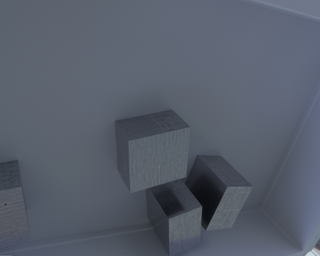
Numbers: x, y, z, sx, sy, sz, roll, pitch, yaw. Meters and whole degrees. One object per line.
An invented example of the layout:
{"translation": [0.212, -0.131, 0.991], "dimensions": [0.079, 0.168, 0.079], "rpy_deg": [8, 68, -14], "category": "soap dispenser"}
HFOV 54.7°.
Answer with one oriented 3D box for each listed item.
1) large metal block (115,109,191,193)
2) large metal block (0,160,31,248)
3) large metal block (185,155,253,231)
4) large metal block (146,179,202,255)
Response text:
{"translation": [-0.011, 0.029, 0.404], "dimensions": [0.081, 0.050, 0.079], "rpy_deg": [-12, 124, -22], "category": "large metal block"}
{"translation": [-0.193, 0.089, 0.342], "dimensions": [0.081, 0.050, 0.079], "rpy_deg": [-9, 122, -24], "category": "large metal block"}
{"translation": [0.084, 0.098, 0.479], "dimensions": [0.050, 0.080, 0.079], "rpy_deg": [6, 116, -31], "category": "large metal block"}
{"translation": [0.019, 0.126, 0.461], "dimensions": [0.050, 0.080, 0.079], "rpy_deg": [-15, 125, -20], "category": "large metal block"}
